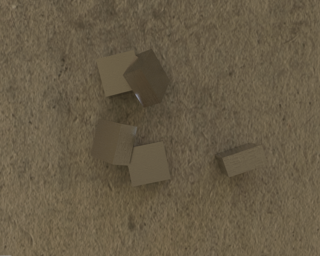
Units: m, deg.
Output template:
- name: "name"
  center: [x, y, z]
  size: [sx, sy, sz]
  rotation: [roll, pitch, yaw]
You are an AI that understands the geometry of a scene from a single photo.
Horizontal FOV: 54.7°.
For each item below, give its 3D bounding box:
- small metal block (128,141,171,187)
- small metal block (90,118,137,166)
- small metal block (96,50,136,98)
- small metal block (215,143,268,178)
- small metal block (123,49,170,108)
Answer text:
- name: "small metal block"
  center: [-0.016, 0.046, 0.410]
  size: [0.050, 0.025, 0.050]
  rotation: [-12, 90, -1]
- name: "small metal block"
  center: [-0.060, 0.017, 0.395]
  size: [0.025, 0.050, 0.050]
  rotation: [12, 90, -45]
- name: "small metal block"
  center: [-0.052, -0.070, 0.409]
  size: [0.050, 0.025, 0.050]
  rotation: [-14, 90, -1]
- name: "small metal block"
  center: [0.103, 0.040, 0.399]
  size: [0.050, 0.050, 0.025]
  rotation: [-19, 90, 0]
- name: "small metal block"
  center: [-0.015, -0.062, 0.386]
  size: [0.025, 0.050, 0.050]
  rotation: [-14, 124, 28]
